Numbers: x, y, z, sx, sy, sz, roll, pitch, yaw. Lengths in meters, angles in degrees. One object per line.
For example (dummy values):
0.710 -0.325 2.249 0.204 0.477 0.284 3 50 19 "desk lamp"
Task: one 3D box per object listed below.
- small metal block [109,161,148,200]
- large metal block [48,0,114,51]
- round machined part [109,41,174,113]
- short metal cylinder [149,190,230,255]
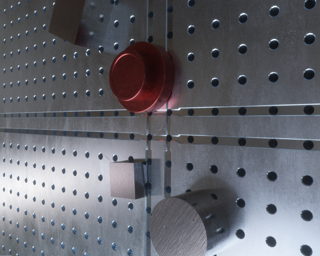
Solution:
-0.046 0.074 0.447 0.050 0.025 0.050 -5 87 40 "small metal block"
-0.128 -0.179 0.499 0.080 0.050 0.079 31 109 35 "large metal block"
-0.032 -0.070 0.424 0.098 0.042 0.097 0 90 39 "round machined part"
0.034 0.118 0.365 0.080 0.050 0.079 0 90 40 "short metal cylinder"
